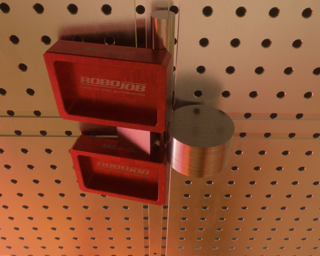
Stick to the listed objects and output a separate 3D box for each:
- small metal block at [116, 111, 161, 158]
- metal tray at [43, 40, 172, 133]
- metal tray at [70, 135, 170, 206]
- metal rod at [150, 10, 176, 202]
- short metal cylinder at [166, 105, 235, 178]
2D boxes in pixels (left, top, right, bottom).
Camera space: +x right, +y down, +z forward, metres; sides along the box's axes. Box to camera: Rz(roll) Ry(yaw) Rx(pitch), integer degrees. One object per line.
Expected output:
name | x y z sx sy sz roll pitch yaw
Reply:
small metal block | -0.027 0.004 0.396 0.050 0.025 0.050 22 135 23
metal tray | -0.054 -0.045 0.346 0.131 0.030 0.089 8 131 9
metal tray | -0.053 0.061 0.437 0.131 0.030 0.089 8 131 9
metal rod | 0.002 0.000 0.406 0.025 0.025 0.298 0 130 0
short metal cylinder | 0.048 0.015 0.384 0.081 0.080 0.050 0 130 0
